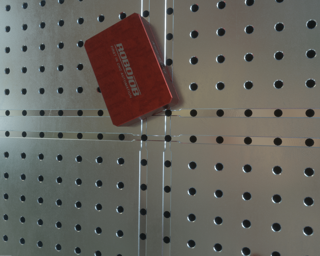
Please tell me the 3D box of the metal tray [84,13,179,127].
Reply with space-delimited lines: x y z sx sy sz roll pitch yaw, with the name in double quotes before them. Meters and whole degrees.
"metal tray" -0.040 -0.077 0.423 0.090 0.030 0.129 -23 83 18
